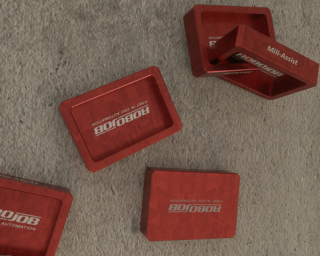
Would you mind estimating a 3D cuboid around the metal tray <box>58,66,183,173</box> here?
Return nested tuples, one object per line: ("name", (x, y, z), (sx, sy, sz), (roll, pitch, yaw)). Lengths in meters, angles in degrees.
("metal tray", (-0.047, -0.013, 0.388), (0.131, 0.030, 0.090), (-26, 99, -18))

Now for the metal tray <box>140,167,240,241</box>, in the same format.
("metal tray", (0.043, 0.102, 0.422), (0.131, 0.030, 0.089), (5, 88, -20))

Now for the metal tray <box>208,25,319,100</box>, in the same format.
("metal tray", (0.133, -0.083, 0.421), (0.131, 0.090, 0.030), (19, 74, -19))

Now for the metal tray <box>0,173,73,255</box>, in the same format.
("metal tray", (-0.174, 0.099, 0.342), (0.131, 0.030, 0.090), (18, 84, -19))

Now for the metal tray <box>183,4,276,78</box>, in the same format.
("metal tray", (0.102, -0.121, 0.433), (0.131, 0.030, 0.089), (-8, 88, -25))
